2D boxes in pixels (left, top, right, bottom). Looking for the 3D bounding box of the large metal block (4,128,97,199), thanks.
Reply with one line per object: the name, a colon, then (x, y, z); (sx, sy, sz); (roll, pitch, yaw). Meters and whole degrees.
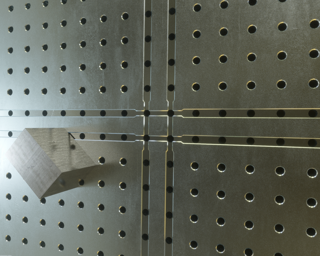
large metal block: (-0.151, 0.045, 0.438); (0.080, 0.080, 0.050); (46, 104, 14)
